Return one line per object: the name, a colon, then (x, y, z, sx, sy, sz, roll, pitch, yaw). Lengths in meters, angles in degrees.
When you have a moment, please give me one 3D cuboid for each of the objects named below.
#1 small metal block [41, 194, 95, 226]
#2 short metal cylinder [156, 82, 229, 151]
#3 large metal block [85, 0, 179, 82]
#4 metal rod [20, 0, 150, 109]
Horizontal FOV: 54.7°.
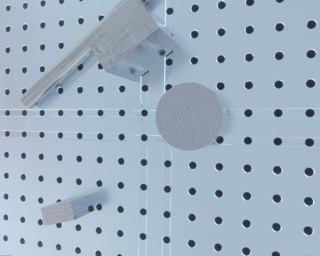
small metal block: (-0.131, 0.117, 0.444, 0.050, 0.050, 0.025, -16, 85, 19)
short metal cylinder: (0.041, -0.014, 0.384, 0.080, 0.050, 0.079, 0, 90, 19)
large metal block: (-0.032, -0.109, 0.394, 0.080, 0.080, 0.050, -37, 79, 16)
metal rod: (-0.092, -0.128, 0.443, 0.300, 0.025, 0.025, -38, 78, 15)
